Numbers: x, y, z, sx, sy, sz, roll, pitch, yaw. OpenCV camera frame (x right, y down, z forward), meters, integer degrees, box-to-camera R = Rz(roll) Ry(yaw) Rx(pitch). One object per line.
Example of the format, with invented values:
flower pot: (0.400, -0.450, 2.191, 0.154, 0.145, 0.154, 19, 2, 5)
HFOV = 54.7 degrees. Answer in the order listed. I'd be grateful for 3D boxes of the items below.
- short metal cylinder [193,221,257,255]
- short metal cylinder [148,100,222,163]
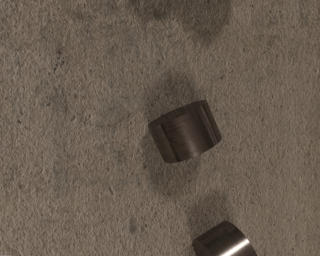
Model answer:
short metal cylinder: (0.087, 0.173, 0.414, 0.050, 0.080, 0.080, -25, 99, -18)
short metal cylinder: (0.031, 0.003, 0.393, 0.081, 0.080, 0.050, -27, 99, -18)
